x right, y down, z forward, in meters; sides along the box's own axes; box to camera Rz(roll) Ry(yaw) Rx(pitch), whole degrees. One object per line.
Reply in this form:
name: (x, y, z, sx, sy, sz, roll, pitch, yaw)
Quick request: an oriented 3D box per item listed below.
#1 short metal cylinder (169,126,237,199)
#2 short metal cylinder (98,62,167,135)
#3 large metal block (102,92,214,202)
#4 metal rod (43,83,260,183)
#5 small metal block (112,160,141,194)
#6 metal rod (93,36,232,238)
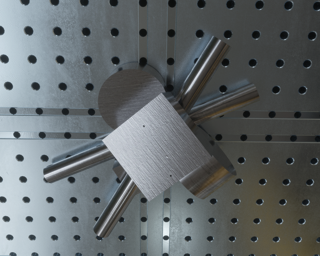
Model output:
short metal cylinder: (0.052, 0.043, 0.397, 0.050, 0.080, 0.080, -41, 105, 14)
short metal cylinder: (-0.032, -0.037, 0.382, 0.081, 0.050, 0.079, 0, 110, 0)
large metal block: (0.000, 0.018, 0.335, 0.080, 0.050, 0.080, -38, 89, 13)
metal rod: (-0.017, 0.010, 0.413, 0.301, 0.025, 0.025, -22, 109, 7)
small metal block: (-0.030, 0.060, 0.431, 0.050, 0.025, 0.050, -27, 108, 9)
metal rod: (-0.006, 0.023, 0.392, 0.025, 0.025, 0.298, 29, 107, -10)
